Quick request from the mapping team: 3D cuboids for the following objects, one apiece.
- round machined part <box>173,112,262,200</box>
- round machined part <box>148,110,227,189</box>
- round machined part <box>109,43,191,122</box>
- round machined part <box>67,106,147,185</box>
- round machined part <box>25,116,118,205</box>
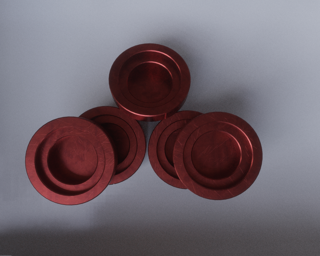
[{"bbox_3d":[0.064,0.031,0.360,0.099,0.042,0.097,0,90,0],"label":"round machined part"},{"bbox_3d":[0.034,0.027,0.402,0.099,0.042,0.097,0,90,0],"label":"round machined part"},{"bbox_3d":[-0.013,-0.053,0.391,0.099,0.042,0.098,1,72,-1],"label":"round machined part"},{"bbox_3d":[-0.066,0.022,0.401,0.099,0.042,0.097,0,90,0],"label":"round machined part"},{"bbox_3d":[-0.098,0.036,0.359,0.099,0.042,0.097,0,90,0],"label":"round machined part"}]
